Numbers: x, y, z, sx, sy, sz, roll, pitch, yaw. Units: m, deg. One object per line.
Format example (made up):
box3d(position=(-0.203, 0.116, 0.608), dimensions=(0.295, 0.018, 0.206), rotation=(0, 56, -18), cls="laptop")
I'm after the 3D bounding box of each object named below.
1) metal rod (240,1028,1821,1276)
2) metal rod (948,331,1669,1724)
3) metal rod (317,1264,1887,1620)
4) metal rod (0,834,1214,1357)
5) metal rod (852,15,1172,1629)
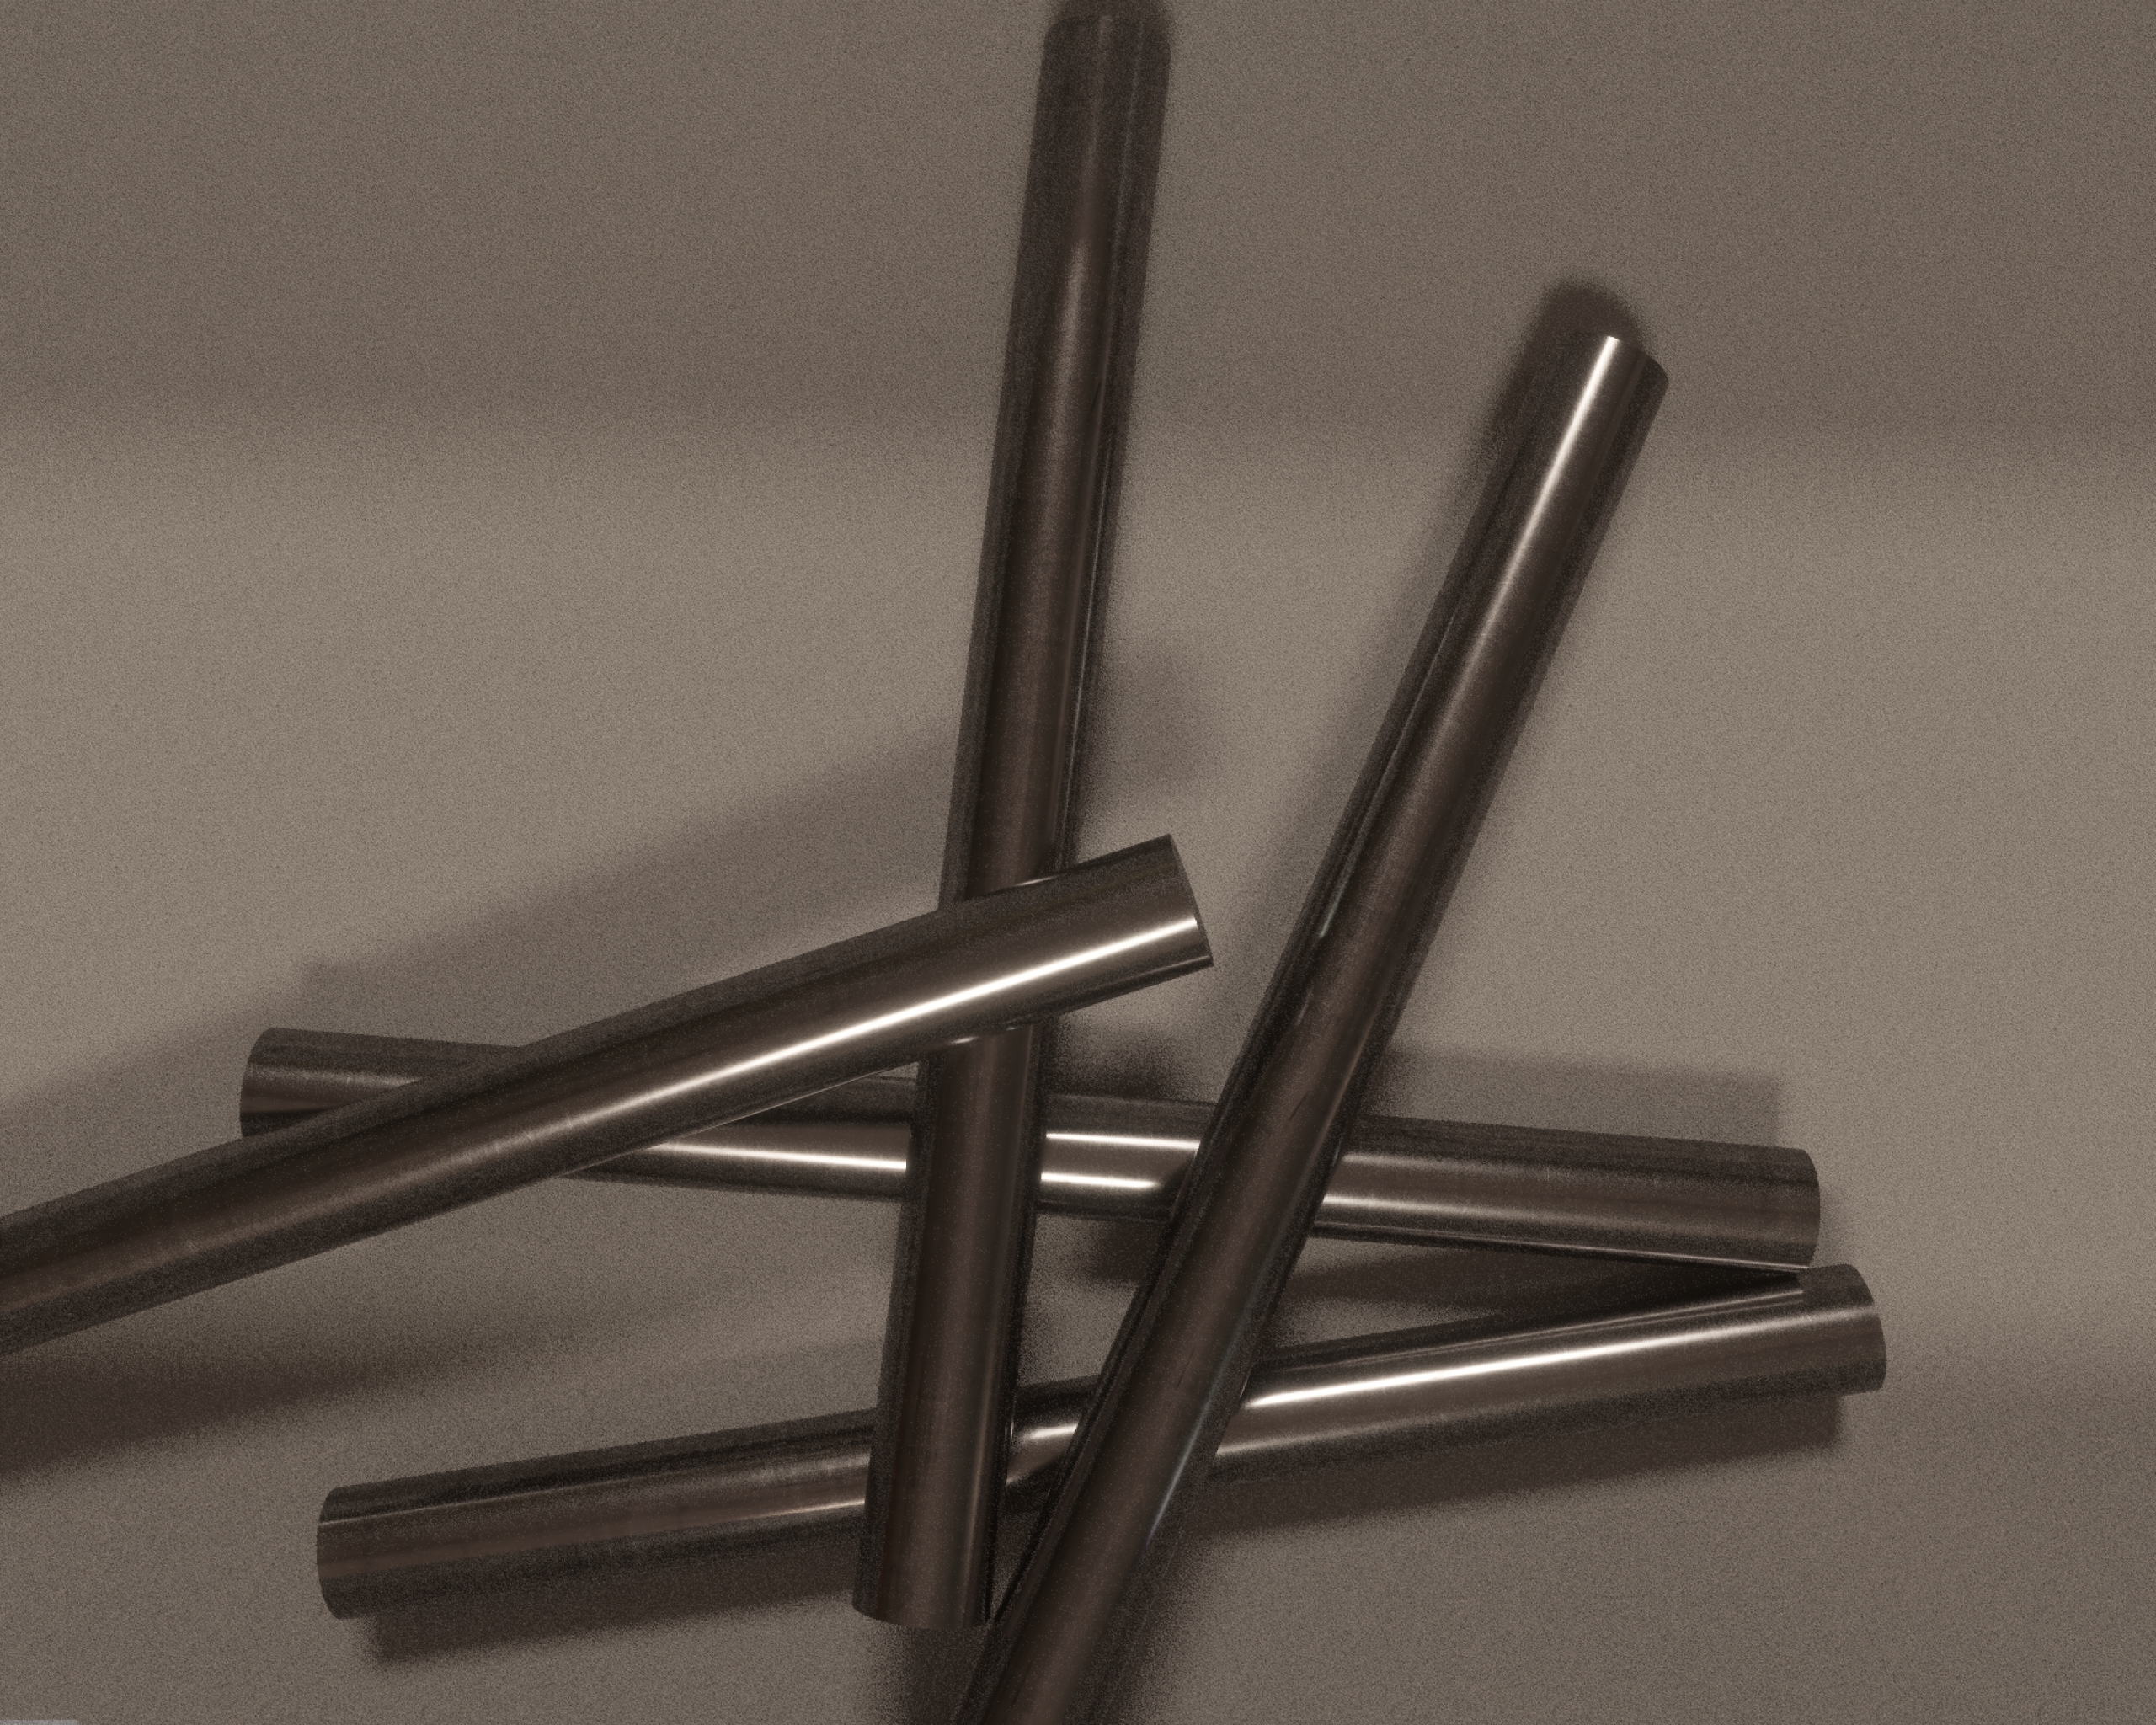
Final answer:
box3d(position=(-0.008, 0.057, 0.410), dimensions=(0.302, 0.025, 0.025), rotation=(5, 90, -1), cls="metal rod")
box3d(position=(0.043, 0.037, 0.391), dimensions=(0.025, 0.025, 0.299), rotation=(24, 82, -1), cls="metal rod")
box3d(position=(0.005, 0.113, 0.410), dimensions=(0.302, 0.025, 0.025), rotation=(-8, 90, -1), cls="metal rod")
box3d(position=(-0.122, 0.053, 0.383), dimensions=(0.301, 0.025, 0.025), rotation=(-18, 90, 5), cls="metal rod")
box3d(position=(-0.011, -0.013, 0.393), dimensions=(0.025, 0.025, 0.298), rotation=(7, 84, -1), cls="metal rod")
